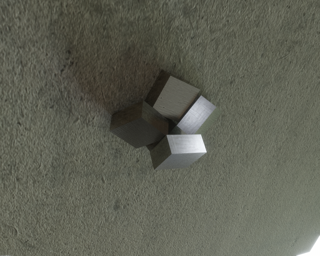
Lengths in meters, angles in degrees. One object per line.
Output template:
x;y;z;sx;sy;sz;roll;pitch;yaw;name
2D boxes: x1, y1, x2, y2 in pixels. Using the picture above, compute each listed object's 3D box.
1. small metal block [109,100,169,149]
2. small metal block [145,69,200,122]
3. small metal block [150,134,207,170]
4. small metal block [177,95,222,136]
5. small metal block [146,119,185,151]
-0.025;-0.003;0.380;0.050;0.025;0.050;-21;139;31;small metal block
0.014;-0.040;0.393;0.050;0.025;0.050;19;108;-36;small metal block
0.022;0.031;0.394;0.050;0.025;0.050;0;151;-29;small metal block
0.054;-0.013;0.418;0.050;0.025;0.050;-52;162;8;small metal block
0.015;0.020;0.431;0.050;0.025;0.050;-48;129;5;small metal block
